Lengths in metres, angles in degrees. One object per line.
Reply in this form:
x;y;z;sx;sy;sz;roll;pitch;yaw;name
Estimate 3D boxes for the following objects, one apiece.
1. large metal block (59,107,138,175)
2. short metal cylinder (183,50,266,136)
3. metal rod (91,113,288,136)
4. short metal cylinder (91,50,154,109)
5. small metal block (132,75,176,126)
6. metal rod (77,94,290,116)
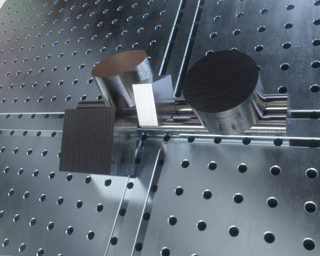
-0.078;0.018;0.400;0.080;0.050;0.080;-1;82;28;large metal block
0.072;-0.038;0.341;0.080;0.050;0.080;-13;56;21;short metal cylinder
0.005;-0.006;0.405;0.300;0.025;0.025;1;62;28;metal rod
-0.049;-0.070;0.438;0.080;0.050;0.080;-13;33;9;short metal cylinder
-0.005;-0.034;0.375;0.025;0.050;0.050;1;20;28;small metal block
0.011;-0.028;0.415;0.300;0.025;0.025;1;62;28;metal rod
